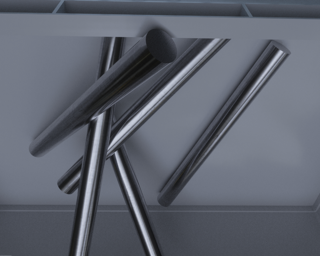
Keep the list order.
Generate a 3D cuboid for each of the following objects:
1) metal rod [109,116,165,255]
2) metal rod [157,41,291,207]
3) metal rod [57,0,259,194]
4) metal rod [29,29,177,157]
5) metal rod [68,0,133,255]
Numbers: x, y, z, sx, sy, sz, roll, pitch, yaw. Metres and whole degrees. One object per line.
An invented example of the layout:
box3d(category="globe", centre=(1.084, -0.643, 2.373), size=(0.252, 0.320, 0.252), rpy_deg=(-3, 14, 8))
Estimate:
box3d(category="metal rod", centre=(-0.030, 0.106, 0.414), size=(0.025, 0.025, 0.298), rpy_deg=(-15, 102, 12))
box3d(category="metal rod", centre=(0.069, 0.016, 0.423), size=(0.025, 0.025, 0.298), rpy_deg=(19, 128, -16))
box3d(category="metal rod", centre=(-0.015, -0.025, 0.349), size=(0.025, 0.025, 0.299), rpy_deg=(38, 109, -28))
box3d(category="metal rod", centre=(-0.085, -0.013, 0.319), size=(0.025, 0.025, 0.299), rpy_deg=(31, 148, -24))
box3d(category="metal rod", centre=(-0.069, 0.014, 0.341), size=(0.025, 0.025, 0.298), rpy_deg=(10, 105, -9))
